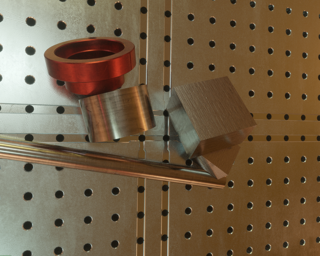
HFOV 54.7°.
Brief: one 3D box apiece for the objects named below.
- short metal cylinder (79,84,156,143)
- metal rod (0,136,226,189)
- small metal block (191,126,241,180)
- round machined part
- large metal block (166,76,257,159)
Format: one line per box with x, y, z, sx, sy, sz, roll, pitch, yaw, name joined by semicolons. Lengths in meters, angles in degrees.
-0.049;-0.018;0.365;0.081;0.080;0.050;-16;97;-20;short metal cylinder
-0.050;0.048;0.394;0.302;0.025;0.025;11;86;-20;metal rod
0.077;0.034;0.430;0.050;0.025;0.050;37;58;-5;small metal block
-0.076;-0.070;0.353;0.099;0.098;0.042;-15;123;-20;round machined part
0.064;-0.015;0.406;0.081;0.050;0.080;-14;63;-20;large metal block
